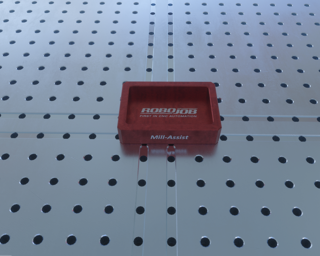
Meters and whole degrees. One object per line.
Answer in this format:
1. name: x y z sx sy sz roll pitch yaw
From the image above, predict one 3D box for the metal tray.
1. metal tray: 0.012 -0.023 0.423 0.131 0.030 0.090 0 50 0
